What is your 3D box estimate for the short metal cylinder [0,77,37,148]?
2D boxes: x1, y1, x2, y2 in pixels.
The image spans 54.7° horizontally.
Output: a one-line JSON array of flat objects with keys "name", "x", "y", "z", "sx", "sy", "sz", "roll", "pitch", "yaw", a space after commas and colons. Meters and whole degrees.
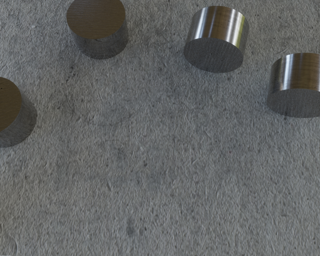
[{"name": "short metal cylinder", "x": -0.209, "y": -0.019, "z": 0.400, "sx": 0.081, "sy": 0.050, "sz": 0.080, "roll": 0, "pitch": 70, "yaw": 0}]

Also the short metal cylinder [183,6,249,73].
[{"name": "short metal cylinder", "x": 0.077, "y": -0.118, "z": 0.422, "sx": 0.080, "sy": 0.080, "sz": 0.050, "roll": 13, "pitch": 71, "yaw": 5}]

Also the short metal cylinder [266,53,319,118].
[{"name": "short metal cylinder", "x": 0.183, "y": -0.052, "z": 0.399, "sx": 0.080, "sy": 0.080, "sz": 0.050, "roll": 13, "pitch": 71, "yaw": 5}]

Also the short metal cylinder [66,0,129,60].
[{"name": "short metal cylinder", "x": -0.088, "y": -0.147, "z": 0.448, "sx": 0.081, "sy": 0.050, "sz": 0.080, "roll": 0, "pitch": 70, "yaw": 0}]
